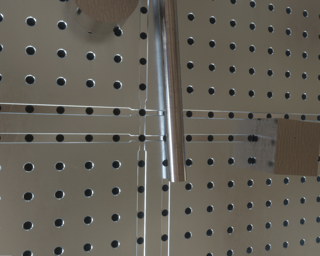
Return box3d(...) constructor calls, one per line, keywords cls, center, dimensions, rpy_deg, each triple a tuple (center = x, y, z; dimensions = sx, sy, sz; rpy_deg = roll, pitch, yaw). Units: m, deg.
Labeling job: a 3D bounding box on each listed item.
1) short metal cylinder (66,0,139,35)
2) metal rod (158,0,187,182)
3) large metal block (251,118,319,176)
box3d(cls="short metal cylinder", center=(-0.070, -0.160, 0.374), dimensions=(0.081, 0.050, 0.079), rpy_deg=(0, 90, -21))
box3d(cls="metal rod", center=(0.015, -0.077, 0.419), dimensions=(0.025, 0.025, 0.298), rpy_deg=(-4, 91, -20))
box3d(cls="large metal block", center=(0.192, 0.029, 0.472), dimensions=(0.081, 0.050, 0.080), rpy_deg=(6, 88, -20))
